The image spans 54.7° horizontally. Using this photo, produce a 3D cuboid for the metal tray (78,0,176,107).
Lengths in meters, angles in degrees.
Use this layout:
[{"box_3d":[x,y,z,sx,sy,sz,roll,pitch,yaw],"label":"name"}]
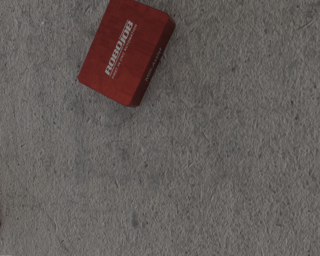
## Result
[{"box_3d":[-0.047,-0.104,0.423,0.090,0.030,0.129,28,99,17],"label":"metal tray"}]
